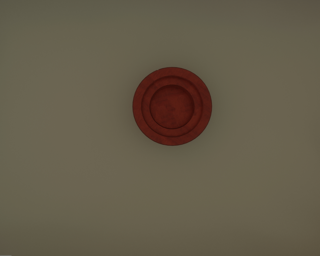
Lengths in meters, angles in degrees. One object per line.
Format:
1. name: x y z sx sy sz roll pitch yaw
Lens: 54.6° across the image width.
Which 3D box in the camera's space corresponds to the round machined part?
1. round machined part: 0.015 -0.027 0.403 0.099 0.042 0.097 0 90 0
